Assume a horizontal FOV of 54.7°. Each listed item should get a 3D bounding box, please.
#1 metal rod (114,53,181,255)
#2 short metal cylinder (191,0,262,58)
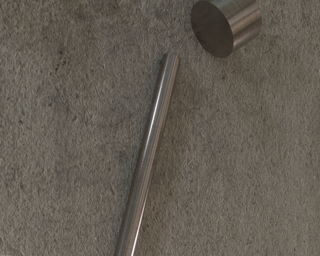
[{"bbox_3d":[-0.019,0.050,0.402,0.025,0.025,0.299,15,85,-20],"label":"metal rod"},{"bbox_3d":[0.086,-0.141,0.412,0.050,0.080,0.080,-35,102,-17],"label":"short metal cylinder"}]
